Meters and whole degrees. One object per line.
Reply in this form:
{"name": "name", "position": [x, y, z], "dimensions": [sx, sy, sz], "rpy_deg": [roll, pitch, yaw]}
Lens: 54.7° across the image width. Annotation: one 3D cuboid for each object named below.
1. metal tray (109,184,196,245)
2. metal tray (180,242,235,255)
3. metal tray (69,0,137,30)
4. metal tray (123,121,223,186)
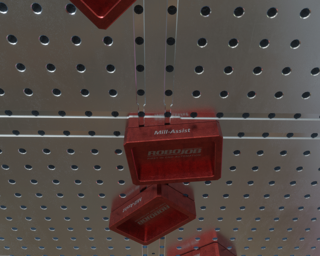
{"name": "metal tray", "position": [-0.014, 0.152, 0.537], "dimensions": [0.090, 0.030, 0.130], "rpy_deg": [36, 121, -27]}
{"name": "metal tray", "position": [0.091, 0.296, 0.661], "dimensions": [0.130, 0.030, 0.090], "rpy_deg": [-32, 124, 23]}
{"name": "metal tray", "position": [-0.037, -0.154, 0.252], "dimensions": [0.130, 0.030, 0.090], "rpy_deg": [-29, 119, 36]}
{"name": "metal tray", "position": [0.021, 0.038, 0.441], "dimensions": [0.131, 0.030, 0.089], "rpy_deg": [-4, 130, 3]}
